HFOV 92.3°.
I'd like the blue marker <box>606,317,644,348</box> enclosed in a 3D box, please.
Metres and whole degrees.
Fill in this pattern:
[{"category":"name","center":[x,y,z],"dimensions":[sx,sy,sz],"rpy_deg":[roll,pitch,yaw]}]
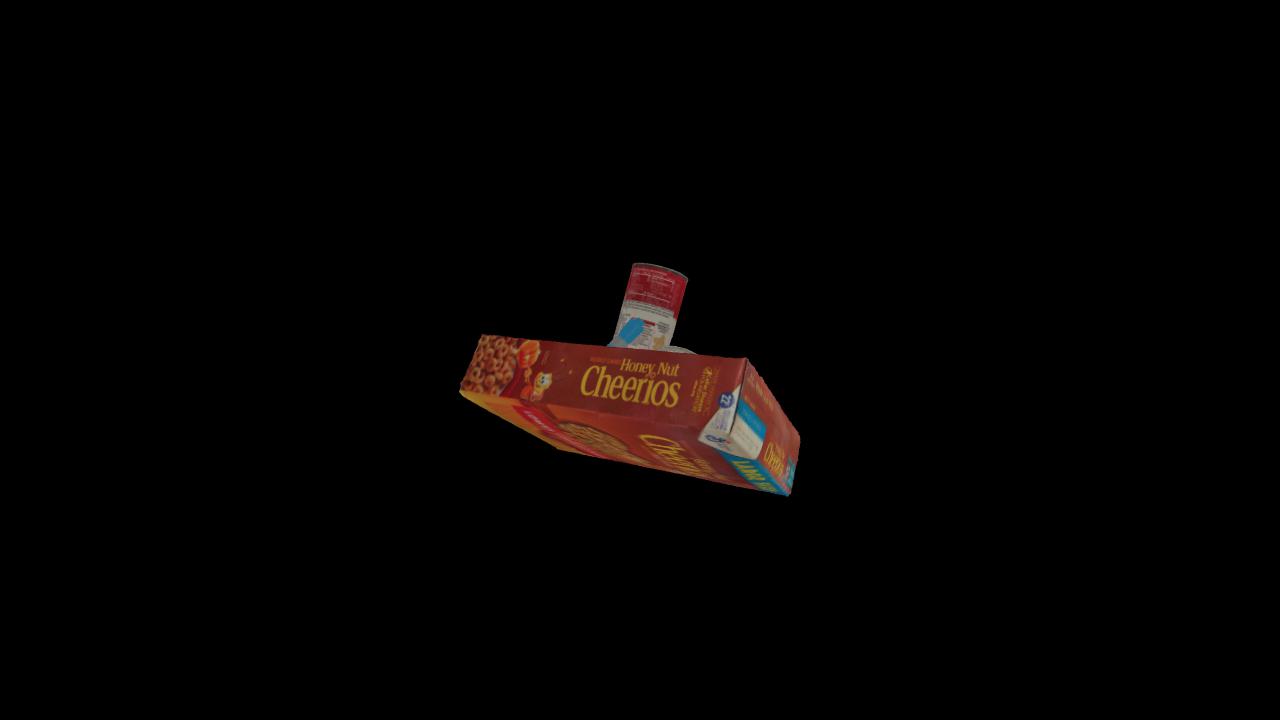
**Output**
[{"category":"blue marker","center":[-0.039,0.002,0.648],"dimensions":[0.020,0.121,0.020],"rpy_deg":[42,0,0]}]

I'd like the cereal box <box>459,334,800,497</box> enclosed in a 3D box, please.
[{"category":"cereal box","center":[-0.006,0.057,0.642],"dimensions":[0.306,0.081,0.203],"rpy_deg":[7,-21,30]}]

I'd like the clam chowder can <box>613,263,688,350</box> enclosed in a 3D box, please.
[{"category":"clam chowder can","center":[0.010,-0.053,0.707],"dimensions":[0.068,0.102,0.068],"rpy_deg":[15,-4,1]}]

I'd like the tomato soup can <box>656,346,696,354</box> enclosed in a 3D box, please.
[{"category":"tomato soup can","center":[0.030,0.044,0.652],"dimensions":[0.068,0.101,0.068],"rpy_deg":[16,32,-10]}]
